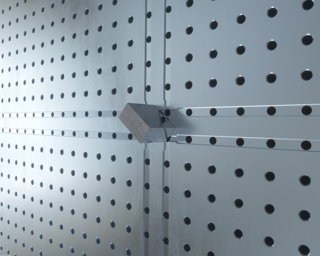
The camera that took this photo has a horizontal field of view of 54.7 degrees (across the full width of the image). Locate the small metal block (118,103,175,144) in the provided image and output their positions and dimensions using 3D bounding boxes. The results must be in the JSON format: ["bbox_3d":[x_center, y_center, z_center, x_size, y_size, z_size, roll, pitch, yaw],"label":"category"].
[{"bbox_3d":[-0.017,-0.007,0.405,0.050,0.050,0.025,47,118,29],"label":"small metal block"}]
